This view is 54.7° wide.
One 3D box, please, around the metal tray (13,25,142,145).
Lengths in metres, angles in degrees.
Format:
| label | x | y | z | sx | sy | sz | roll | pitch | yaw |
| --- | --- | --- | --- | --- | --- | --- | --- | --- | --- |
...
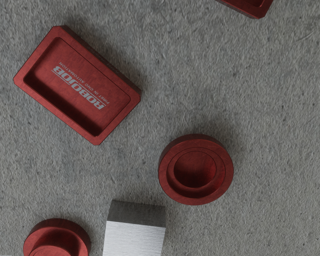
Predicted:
| label | x | y | z | sx | sy | sz | roll | pitch | yaw |
| --- | --- | --- | --- | --- | --- | --- | --- | --- | --- |
| metal tray | -0.099 | -0.051 | 0.386 | 0.130 | 0.030 | 0.090 | 40 | 105 | -14 |

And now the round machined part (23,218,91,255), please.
| label | x | y | z | sx | sy | sz | roll | pitch | yaw |
| --- | --- | --- | --- | --- | --- | --- | --- | --- | --- |
| round machined part | -0.158 | 0.190 | 0.469 | 0.099 | 0.042 | 0.097 | 0 | 110 | -1 |

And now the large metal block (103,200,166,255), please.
| label | x | y | z | sx | sy | sz | roll | pitch | yaw |
| --- | --- | --- | --- | --- | --- | --- | --- | --- | --- |
| large metal block | -0.038 | 0.158 | 0.454 | 0.081 | 0.050 | 0.079 | 8 | 110 | -4 |

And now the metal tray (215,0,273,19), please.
| label | x | y | z | sx | sy | sz | roll | pitch | yaw |
| --- | --- | --- | --- | --- | --- | --- | --- | --- | --- |
| metal tray | 0.074 | -0.188 | 0.338 | 0.131 | 0.030 | 0.089 | 23 | 108 | -9 |

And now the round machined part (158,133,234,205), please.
| label | x | y | z | sx | sy | sz | roll | pitch | yaw |
| --- | --- | --- | --- | --- | --- | --- | --- | --- | --- |
| round machined part | 0.046 | 0.052 | 0.421 | 0.099 | 0.042 | 0.097 | 0 | 110 | -1 |
